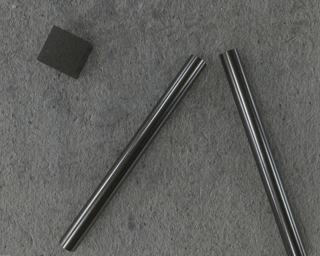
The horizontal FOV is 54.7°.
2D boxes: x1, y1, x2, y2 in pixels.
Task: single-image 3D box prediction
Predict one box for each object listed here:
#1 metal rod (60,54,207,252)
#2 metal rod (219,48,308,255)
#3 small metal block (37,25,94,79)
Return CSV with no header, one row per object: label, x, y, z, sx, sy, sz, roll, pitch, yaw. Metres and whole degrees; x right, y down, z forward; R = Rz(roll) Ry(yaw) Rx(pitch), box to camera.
metal rod,-0.035,0.032,0.409,0.025,0.025,0.299,35,90,-1
metal rod,0.139,0.041,0.411,0.025,0.025,0.298,-19,90,0
small metal block,-0.124,-0.099,0.408,0.050,0.025,0.050,26,90,-1
